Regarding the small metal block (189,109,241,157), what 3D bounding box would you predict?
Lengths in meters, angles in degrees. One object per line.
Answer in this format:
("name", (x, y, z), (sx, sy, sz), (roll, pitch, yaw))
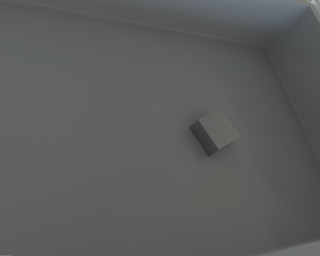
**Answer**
("small metal block", (0.079, 0.006, 0.443), (0.050, 0.025, 0.050), (-24, 75, -36))
